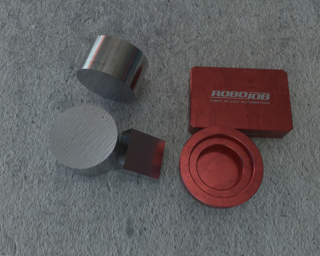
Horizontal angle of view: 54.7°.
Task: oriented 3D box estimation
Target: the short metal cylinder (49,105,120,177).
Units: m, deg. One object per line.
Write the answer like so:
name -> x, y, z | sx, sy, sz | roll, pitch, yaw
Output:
short metal cylinder -> -0.090, 0.017, 0.388 | 0.081, 0.050, 0.080 | 0, 70, 0

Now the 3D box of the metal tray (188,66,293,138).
metal tray -> 0.105, -0.035, 0.419 | 0.131, 0.030, 0.090 | 2, 70, 0

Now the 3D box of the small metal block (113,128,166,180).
small metal block -> -0.024, 0.034, 0.383 | 0.050, 0.025, 0.050 | 22, 67, -30

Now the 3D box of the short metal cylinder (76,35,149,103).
short metal cylinder -> -0.061, -0.075, 0.406 | 0.080, 0.080, 0.050 | 18, 71, 6

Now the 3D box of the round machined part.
round machined part -> 0.072, 0.050, 0.381 | 0.099, 0.042, 0.098 | 0, 70, 0
